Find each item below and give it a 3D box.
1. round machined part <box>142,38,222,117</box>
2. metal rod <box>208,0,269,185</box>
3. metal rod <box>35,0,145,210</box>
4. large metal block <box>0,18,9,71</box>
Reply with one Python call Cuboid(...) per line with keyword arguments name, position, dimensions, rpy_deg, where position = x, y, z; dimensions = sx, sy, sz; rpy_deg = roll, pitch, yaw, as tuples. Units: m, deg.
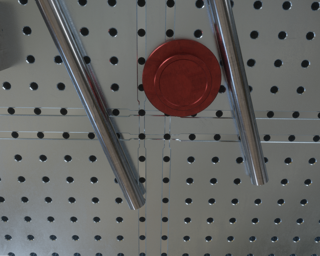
Cuboid(name="round machined part", position=(0.027, -0.059, 0.383), dimensions=(0.099, 0.042, 0.097), rpy_deg=(0, 110, -1))
Cuboid(name="metal rod", position=(0.098, -0.058, 0.393), dimensions=(0.025, 0.025, 0.298), rpy_deg=(-16, 110, 5))
Cuboid(name="metal rod", position=(-0.083, -0.020, 0.404), dimensions=(0.025, 0.025, 0.298), rpy_deg=(-18, 109, 6))
Cuboid(name="large metal block", position=(-0.234, -0.105, 0.358), dimensions=(0.081, 0.050, 0.079), rpy_deg=(-1, 110, 0))
